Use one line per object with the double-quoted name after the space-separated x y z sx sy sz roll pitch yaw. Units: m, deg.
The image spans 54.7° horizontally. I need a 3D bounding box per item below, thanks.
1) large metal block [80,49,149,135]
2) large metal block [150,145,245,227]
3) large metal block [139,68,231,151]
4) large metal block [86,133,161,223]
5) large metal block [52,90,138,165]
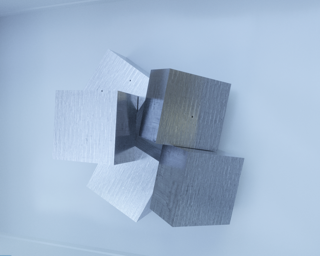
-0.049 -0.045 0.412 0.080 0.050 0.080 38 102 15 "large metal block"
0.042 0.064 0.357 0.050 0.081 0.079 18 97 58 "large metal block"
0.028 -0.021 0.362 0.081 0.050 0.079 9 94 -26 "large metal block"
-0.034 0.060 0.404 0.080 0.050 0.080 31 100 17 "large metal block"
-0.076 -0.002 0.367 0.080 0.050 0.079 3 90 20 "large metal block"
